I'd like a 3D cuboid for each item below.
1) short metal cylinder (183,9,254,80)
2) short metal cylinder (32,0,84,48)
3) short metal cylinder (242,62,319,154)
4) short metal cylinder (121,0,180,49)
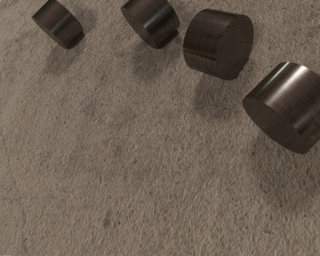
[{"bbox_3d":[0.075,-0.106,0.394,0.050,0.080,0.080,28,77,37],"label":"short metal cylinder"},{"bbox_3d":[-0.193,-0.197,0.588,0.050,0.080,0.080,-49,52,-6],"label":"short metal cylinder"},{"bbox_3d":[0.131,-0.019,0.312,0.050,0.080,0.080,-45,51,-3],"label":"short metal cylinder"},{"bbox_3d":[-0.015,-0.171,0.480,0.050,0.080,0.080,-43,51,-1],"label":"short metal cylinder"}]
